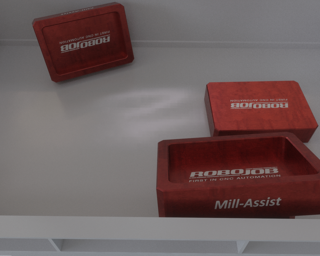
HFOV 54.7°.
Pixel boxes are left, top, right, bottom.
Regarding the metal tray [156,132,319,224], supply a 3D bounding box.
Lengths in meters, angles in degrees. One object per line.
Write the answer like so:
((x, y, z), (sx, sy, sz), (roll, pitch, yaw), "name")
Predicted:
((0.064, 0.038, 0.266), (0.131, 0.030, 0.090), (-4, 22, 2), "metal tray")

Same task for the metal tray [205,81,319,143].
((0.132, -0.023, 0.422), (0.131, 0.030, 0.090), (-1, 50, -1), "metal tray")

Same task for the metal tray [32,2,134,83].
((-0.112, -0.130, 0.468), (0.131, 0.089, 0.030), (-19, 31, -15), "metal tray")

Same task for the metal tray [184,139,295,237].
((0.078, 0.051, 0.314), (0.090, 0.030, 0.130), (1, 22, 14), "metal tray")
